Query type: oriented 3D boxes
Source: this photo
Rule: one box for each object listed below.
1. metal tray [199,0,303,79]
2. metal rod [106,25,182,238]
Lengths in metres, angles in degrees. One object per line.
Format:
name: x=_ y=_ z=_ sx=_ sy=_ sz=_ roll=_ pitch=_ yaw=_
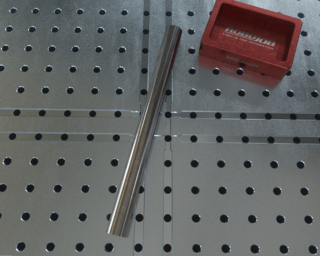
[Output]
metal tray: x=0.134 y=-0.135 z=0.460 sx=0.131 sy=0.030 sz=0.090 roll=19 pitch=71 yaw=6
metal rod: x=-0.015 y=-0.010 z=0.415 sx=0.025 sy=0.025 sz=0.299 roll=14 pitch=70 yaw=4
